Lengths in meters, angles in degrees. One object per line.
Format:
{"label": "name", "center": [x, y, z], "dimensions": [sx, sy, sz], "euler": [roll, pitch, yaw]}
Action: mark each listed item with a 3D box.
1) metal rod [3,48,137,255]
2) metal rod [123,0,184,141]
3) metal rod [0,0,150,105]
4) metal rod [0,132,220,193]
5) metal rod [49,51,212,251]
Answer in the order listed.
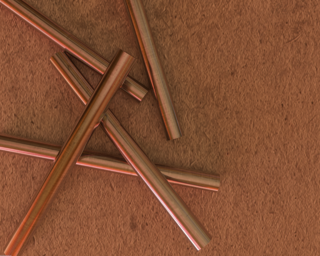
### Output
{"label": "metal rod", "center": [-0.115, 0.039, 0.382], "dimensions": [0.025, 0.025, 0.299], "euler": [32, 100, 0]}
{"label": "metal rod", "center": [-0.024, -0.129, 0.409], "dimensions": [0.025, 0.025, 0.298], "euler": [-17, 90, 0]}
{"label": "metal rod", "center": [-0.142, -0.128, 0.408], "dimensions": [0.301, 0.025, 0.025], "euler": [36, 90, 0]}
{"label": "metal rod", "center": [-0.072, 0.045, 0.409], "dimensions": [0.302, 0.025, 0.025], "euler": [11, 90, 0]}
{"label": "metal rod", "center": [-0.041, 0.022, 0.389], "dimensions": [0.025, 0.025, 0.300], "euler": [-39, 82, 0]}
